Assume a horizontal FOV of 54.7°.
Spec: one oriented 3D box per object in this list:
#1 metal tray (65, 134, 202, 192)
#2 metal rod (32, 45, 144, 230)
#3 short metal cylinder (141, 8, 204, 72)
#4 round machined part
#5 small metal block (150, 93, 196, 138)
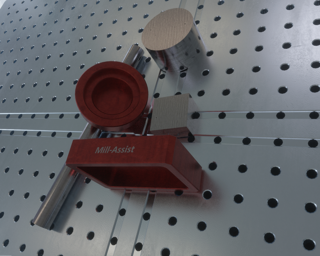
[{"bbox_3d":[-0.028,0.043,0.354,0.130,0.090,0.030,-4,60,26],"label":"metal tray"},{"bbox_3d":[-0.098,0.001,0.458,0.025,0.025,0.300,13,68,33],"label":"metal rod"},{"bbox_3d":[0.020,-0.130,0.462,0.080,0.050,0.080,-13,56,21],"label":"short metal cylinder"},{"bbox_3d":[-0.067,-0.042,0.439,0.099,0.042,0.098,2,72,-6],"label":"round machined part"},{"bbox_3d":[0.018,-0.015,0.408,0.050,0.025,0.050,-7,59,24],"label":"small metal block"}]
